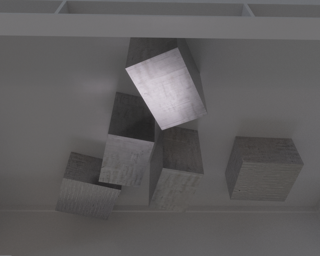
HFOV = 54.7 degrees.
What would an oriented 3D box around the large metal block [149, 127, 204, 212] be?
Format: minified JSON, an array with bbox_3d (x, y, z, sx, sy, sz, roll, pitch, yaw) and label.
[{"bbox_3d":[0.019,0.054,0.419,0.050,0.080,0.079,10,129,-9],"label":"large metal block"}]

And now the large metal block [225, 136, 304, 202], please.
[{"bbox_3d":[0.145,0.060,0.445,0.081,0.050,0.079,2,130,-2],"label":"large metal block"}]

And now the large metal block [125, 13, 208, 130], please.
[{"bbox_3d":[0.009,-0.059,0.323,0.050,0.080,0.080,-19,128,15],"label":"large metal block"}]

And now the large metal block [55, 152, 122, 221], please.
[{"bbox_3d":[-0.106,0.089,0.468,0.081,0.050,0.079,15,129,-13],"label":"large metal block"}]

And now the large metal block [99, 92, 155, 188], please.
[{"bbox_3d":[-0.040,0.014,0.385,0.050,0.080,0.079,11,129,-9],"label":"large metal block"}]
